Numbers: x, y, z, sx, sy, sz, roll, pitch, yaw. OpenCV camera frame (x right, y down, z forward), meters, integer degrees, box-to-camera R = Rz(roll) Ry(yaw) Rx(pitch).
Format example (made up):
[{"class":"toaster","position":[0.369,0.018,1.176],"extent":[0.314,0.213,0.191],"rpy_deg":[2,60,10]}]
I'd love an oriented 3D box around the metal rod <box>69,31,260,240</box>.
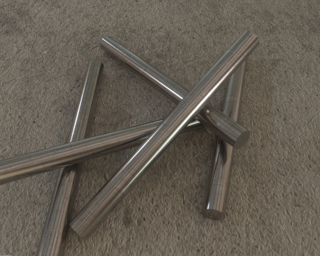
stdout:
[{"class":"metal rod","position":[0.015,-0.003,0.351],"extent":[0.025,0.025,0.301],"rpy_deg":[36,75,26]}]

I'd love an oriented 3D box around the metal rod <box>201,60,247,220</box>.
[{"class":"metal rod","position":[0.095,-0.020,0.419],"extent":[0.025,0.025,0.300],"rpy_deg":[12,51,10]}]

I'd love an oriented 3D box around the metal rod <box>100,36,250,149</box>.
[{"class":"metal rod","position":[0.000,-0.065,0.433],"extent":[0.025,0.025,0.300],"rpy_deg":[-31,49,-23]}]

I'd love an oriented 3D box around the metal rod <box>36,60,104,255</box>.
[{"class":"metal rod","position":[-0.103,0.018,0.387],"extent":[0.025,0.025,0.300],"rpy_deg":[1,50,1]}]

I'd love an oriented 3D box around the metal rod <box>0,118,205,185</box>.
[{"class":"metal rod","position":[-0.073,0.022,0.356],"extent":[0.302,0.025,0.025],"rpy_deg":[-15,51,-23]}]
